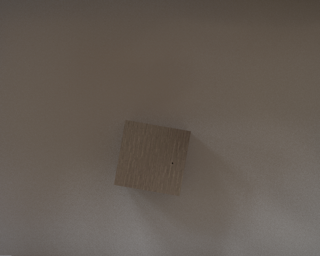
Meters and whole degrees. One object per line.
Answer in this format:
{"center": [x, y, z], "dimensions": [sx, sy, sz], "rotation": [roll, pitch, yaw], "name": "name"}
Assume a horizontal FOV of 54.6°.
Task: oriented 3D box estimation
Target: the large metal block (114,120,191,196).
{"center": [-0.009, 0.036, 0.399], "dimensions": [0.080, 0.050, 0.080], "rotation": [10, 90, 0], "name": "large metal block"}
